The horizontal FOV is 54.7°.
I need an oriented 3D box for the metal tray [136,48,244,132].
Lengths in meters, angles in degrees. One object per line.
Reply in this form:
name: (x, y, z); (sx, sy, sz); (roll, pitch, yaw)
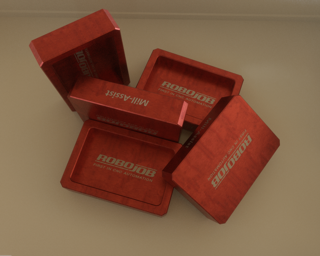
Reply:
metal tray: (0.037, -0.047, 0.423); (0.131, 0.030, 0.090); (20, 71, 6)

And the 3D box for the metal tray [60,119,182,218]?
metal tray: (-0.044, 0.049, 0.385); (0.131, 0.030, 0.090); (15, 71, 5)

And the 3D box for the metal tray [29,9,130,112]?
metal tray: (-0.088, -0.075, 0.377); (0.090, 0.130, 0.030); (-29, 73, -10)

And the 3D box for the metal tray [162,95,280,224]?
metal tray: (0.076, 0.036, 0.372); (0.090, 0.030, 0.130); (45, 74, -15)

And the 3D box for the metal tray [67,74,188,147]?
metal tray: (-0.036, -0.017, 0.378); (0.131, 0.090, 0.030); (15, 71, 5)
